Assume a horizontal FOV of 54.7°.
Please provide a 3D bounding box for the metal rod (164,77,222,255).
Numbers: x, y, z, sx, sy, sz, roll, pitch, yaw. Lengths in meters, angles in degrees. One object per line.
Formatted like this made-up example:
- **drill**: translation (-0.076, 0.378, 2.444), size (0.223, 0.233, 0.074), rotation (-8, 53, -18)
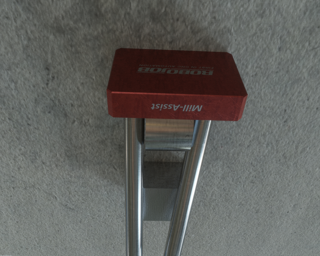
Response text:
- **metal rod**: translation (0.037, 0.073, 0.410), size (0.025, 0.025, 0.298), rotation (6, 115, -6)

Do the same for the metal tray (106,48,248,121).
- **metal tray**: translation (0.016, -0.048, 0.325), size (0.131, 0.090, 0.030), rotation (2, 130, -2)

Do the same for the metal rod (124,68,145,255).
- **metal rod**: translation (-0.034, 0.070, 0.408), size (0.025, 0.025, 0.298), rotation (1, 115, -2)

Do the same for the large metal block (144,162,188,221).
- **large metal block**: translation (0.001, 0.098, 0.473), size (0.081, 0.050, 0.079), rotation (1, 130, -2)

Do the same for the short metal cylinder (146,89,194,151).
- **short metal cylinder**: translation (0.009, -0.013, 0.363), size (0.050, 0.080, 0.079), rotation (1, 130, -2)
